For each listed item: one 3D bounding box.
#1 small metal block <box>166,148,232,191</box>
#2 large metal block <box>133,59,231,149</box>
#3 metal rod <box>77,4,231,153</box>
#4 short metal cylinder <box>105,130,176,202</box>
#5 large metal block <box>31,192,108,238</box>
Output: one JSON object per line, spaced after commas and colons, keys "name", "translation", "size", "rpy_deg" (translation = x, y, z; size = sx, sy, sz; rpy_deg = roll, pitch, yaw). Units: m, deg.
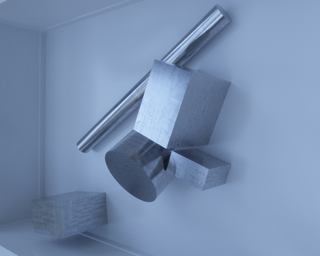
{"name": "small metal block", "translation": [0.045, 0.045, 0.352], "size": [0.050, 0.050, 0.025], "rpy_deg": [24, 106, 37]}
{"name": "large metal block", "translation": [0.026, -0.025, 0.348], "size": [0.050, 0.081, 0.079], "rpy_deg": [29, 108, 36]}
{"name": "metal rod", "translation": [-0.027, -0.049, 0.426], "size": [0.299, 0.025, 0.025], "rpy_deg": [-39, 66, 32]}
{"name": "short metal cylinder", "translation": [-0.021, 0.044, 0.381], "size": [0.080, 0.050, 0.080], "rpy_deg": [28, 142, 25]}
{"name": "large metal block", "translation": [-0.141, 0.131, 0.484], "size": [0.080, 0.081, 0.050], "rpy_deg": [-8, 85, 39]}
